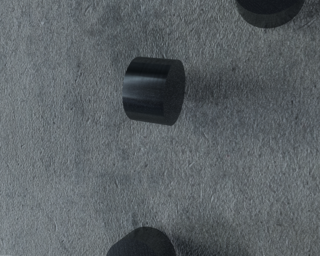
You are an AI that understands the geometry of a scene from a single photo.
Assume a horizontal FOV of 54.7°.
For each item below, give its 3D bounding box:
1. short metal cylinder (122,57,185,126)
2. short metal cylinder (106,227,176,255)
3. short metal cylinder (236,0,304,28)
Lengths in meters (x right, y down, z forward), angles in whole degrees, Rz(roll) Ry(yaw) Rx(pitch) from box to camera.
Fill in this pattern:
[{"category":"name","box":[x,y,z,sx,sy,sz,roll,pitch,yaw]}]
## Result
[{"category":"short metal cylinder","box":[-0.005,-0.046,0.381,0.050,0.080,0.079,9,93,20]},{"category":"short metal cylinder","box":[-0.025,0.176,0.404,0.080,0.050,0.080,0,90,20]},{"category":"short metal cylinder","box":[0.125,-0.160,0.351,0.080,0.050,0.080,0,90,20]}]
